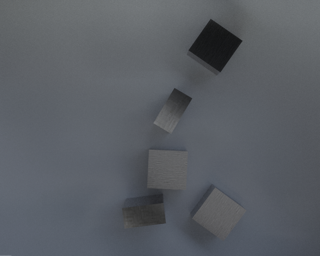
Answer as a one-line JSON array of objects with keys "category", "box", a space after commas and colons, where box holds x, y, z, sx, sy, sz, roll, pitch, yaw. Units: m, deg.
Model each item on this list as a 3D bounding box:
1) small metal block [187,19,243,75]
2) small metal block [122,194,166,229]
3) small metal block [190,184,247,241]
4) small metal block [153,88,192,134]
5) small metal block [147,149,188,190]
[{"category": "small metal block", "box": [0.072, -0.106, 0.412, 0.050, 0.025, 0.050, 35, 90, 0]}, {"category": "small metal block", "box": [-0.019, 0.106, 0.399, 0.050, 0.050, 0.025, -7, 90, 0]}, {"category": "small metal block", "box": [0.077, 0.111, 0.412, 0.050, 0.025, 0.050, 36, 90, 0]}, {"category": "small metal block", "box": [0.016, -0.021, 0.399, 0.025, 0.050, 0.050, 31, 90, 0]}, {"category": "small metal block", "box": [0.010, 0.054, 0.411, 0.050, 0.025, 0.050, 3, 90, 0]}]
